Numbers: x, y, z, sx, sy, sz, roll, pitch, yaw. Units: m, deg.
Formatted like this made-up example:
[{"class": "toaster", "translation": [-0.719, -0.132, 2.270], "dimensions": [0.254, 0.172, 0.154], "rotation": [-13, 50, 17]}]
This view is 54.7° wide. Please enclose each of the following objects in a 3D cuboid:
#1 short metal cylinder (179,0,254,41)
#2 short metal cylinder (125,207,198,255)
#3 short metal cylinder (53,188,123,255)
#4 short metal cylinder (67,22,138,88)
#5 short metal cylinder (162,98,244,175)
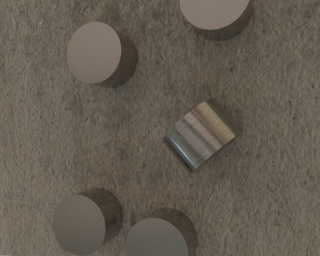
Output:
[{"class": "short metal cylinder", "translation": [0.069, -0.150, 0.371], "dimensions": [0.080, 0.050, 0.079], "rotation": [0, 90, 19]}, {"class": "short metal cylinder", "translation": [0.003, 0.147, 0.394], "dimensions": [0.080, 0.050, 0.079], "rotation": [0, 90, 19]}, {"class": "short metal cylinder", "translation": [-0.098, 0.127, 0.429], "dimensions": [0.080, 0.050, 0.079], "rotation": [0, 90, 19]}, {"class": "short metal cylinder", "translation": [-0.078, -0.097, 0.422], "dimensions": [0.080, 0.050, 0.079], "rotation": [0, 90, 19]}, {"class": "short metal cylinder", "translation": [0.050, 0.010, 0.362], "dimensions": [0.080, 0.080, 0.050], "rotation": [-43, 77, 15]}]
